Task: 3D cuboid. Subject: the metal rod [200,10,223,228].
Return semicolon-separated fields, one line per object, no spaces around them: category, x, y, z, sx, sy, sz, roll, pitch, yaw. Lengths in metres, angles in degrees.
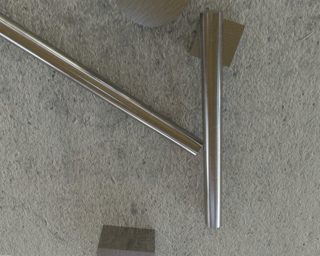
metal rod;0.067;0.008;0.397;0.025;0.025;0.298;-5;116;1

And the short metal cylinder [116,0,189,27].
short metal cylinder;-0.008;-0.154;0.340;0.081;0.050;0.079;0;110;-1

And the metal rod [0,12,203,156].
metal rod;-0.074;-0.051;0.389;0.301;0.025;0.025;32;107;-12

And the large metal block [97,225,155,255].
large metal block;-0.052;0.199;0.469;0.081;0.050;0.079;6;110;-3

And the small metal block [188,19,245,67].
small metal block;0.066;-0.106;0.372;0.050;0.025;0.050;16;109;-6
